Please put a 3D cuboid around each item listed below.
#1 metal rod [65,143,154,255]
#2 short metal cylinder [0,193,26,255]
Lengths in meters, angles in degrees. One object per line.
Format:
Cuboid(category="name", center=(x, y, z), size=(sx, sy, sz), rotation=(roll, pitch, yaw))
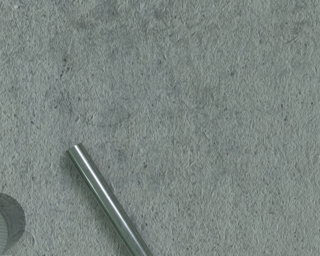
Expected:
Cuboid(category="metal rod", center=(-0.034, 0.152, 0.409), size=(0.025, 0.025, 0.299), rotation=(-32, 90, 0))
Cuboid(category="short metal cylinder", center=(-0.223, 0.127, 0.396), size=(0.081, 0.050, 0.080), rotation=(0, 90, 0))
